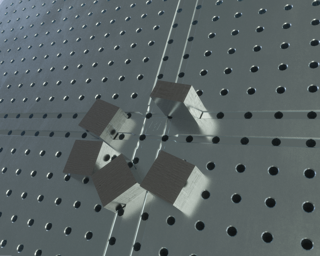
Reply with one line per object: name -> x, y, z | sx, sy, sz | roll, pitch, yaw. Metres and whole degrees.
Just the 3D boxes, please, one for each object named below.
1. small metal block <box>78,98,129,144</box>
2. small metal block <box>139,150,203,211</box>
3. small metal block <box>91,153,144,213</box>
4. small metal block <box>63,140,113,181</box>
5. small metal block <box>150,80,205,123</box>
small metal block -> -0.083, -0.011, 0.457 | 0.050, 0.025, 0.050 | 24, 74, 36
small metal block -> 0.013, 0.061, 0.363 | 0.050, 0.025, 0.050 | 22, 73, 35
small metal block -> -0.053, 0.069, 0.392 | 0.050, 0.025, 0.050 | -37, 51, 3
small metal block -> -0.100, 0.045, 0.431 | 0.050, 0.025, 0.050 | 2, 62, 28
small metal block -> 0.023, -0.034, 0.400 | 0.050, 0.050, 0.025 | 14, 69, 33
